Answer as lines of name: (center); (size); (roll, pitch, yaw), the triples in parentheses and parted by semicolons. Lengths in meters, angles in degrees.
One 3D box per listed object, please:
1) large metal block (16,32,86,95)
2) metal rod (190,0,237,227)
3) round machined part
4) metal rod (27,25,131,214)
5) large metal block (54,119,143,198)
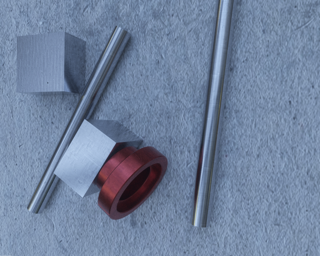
large metal block: (-0.157, -0.090, 0.449); (0.080, 0.050, 0.079); (1, 90, 19)
metal rod: (0.067, -0.027, 0.384); (0.025, 0.025, 0.298); (7, 92, 19)
round machined part: (-0.039, 0.062, 0.384); (0.042, 0.098, 0.098); (38, 102, 24)
metal rod: (-0.121, -0.006, 0.450); (0.025, 0.025, 0.299); (31, 100, 17)
large metal block: (-0.077, 0.036, 0.406); (0.050, 0.080, 0.080); (35, 101, 16)
